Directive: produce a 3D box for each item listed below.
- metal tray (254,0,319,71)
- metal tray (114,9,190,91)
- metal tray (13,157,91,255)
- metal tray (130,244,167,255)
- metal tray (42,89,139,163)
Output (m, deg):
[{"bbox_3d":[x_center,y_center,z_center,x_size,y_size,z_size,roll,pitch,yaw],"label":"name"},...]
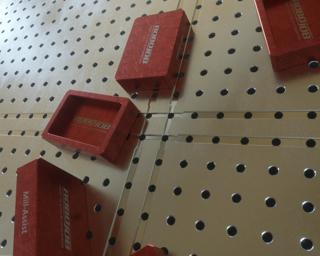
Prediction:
[{"bbox_3d":[0.177,-0.142,0.398,0.090,0.030,0.130,-14,56,20],"label":"metal tray"},{"bbox_3d":[-0.010,-0.121,0.483,0.090,0.030,0.130,0,62,27],"label":"metal tray"},{"bbox_3d":[-0.123,0.109,0.362,0.030,0.090,0.130,-26,53,12],"label":"metal tray"},{"bbox_3d":[-0.016,0.193,0.294,0.090,0.030,0.130,-33,52,6],"label":"metal tray"},{"bbox_3d":[-0.106,-0.007,0.462,0.130,0.030,0.090,11,67,32],"label":"metal tray"}]
